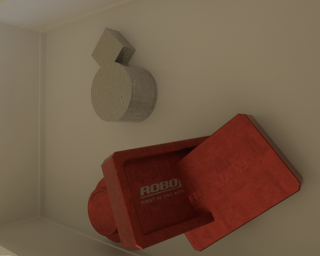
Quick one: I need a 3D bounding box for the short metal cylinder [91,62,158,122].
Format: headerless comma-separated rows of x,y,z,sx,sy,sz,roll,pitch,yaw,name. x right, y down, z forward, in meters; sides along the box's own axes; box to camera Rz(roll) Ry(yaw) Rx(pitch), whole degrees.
-0.050,-0.048,0.430,0.080,0.050,0.079,0,90,39,short metal cylinder

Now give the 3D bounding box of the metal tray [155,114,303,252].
0.067,0.057,0.327,0.130,0.030,0.090,-41,72,22,metal tray

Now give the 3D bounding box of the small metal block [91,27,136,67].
-0.070,-0.113,0.462,0.050,0.025,0.050,50,119,28,small metal block

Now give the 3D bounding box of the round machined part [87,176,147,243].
-0.067,0.117,0.449,0.098,0.042,0.097,0,90,39,round machined part

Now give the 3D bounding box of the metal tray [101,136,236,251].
0.014,0.062,0.323,0.030,0.131,0.090,-36,67,52,metal tray
